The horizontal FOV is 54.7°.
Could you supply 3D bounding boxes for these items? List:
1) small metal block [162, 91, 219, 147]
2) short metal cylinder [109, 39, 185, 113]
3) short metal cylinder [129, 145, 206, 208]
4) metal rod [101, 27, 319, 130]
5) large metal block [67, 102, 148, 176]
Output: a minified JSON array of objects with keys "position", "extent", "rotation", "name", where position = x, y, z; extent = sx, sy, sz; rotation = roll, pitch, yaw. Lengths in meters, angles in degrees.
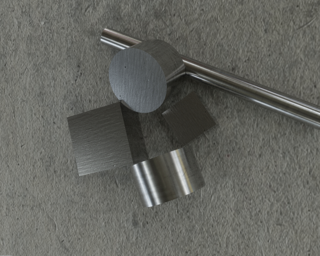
[{"position":[0.039,-0.011,0.395],"extent":[0.050,0.025,0.050],"rotation":[-35,79,16],"name":"small metal block"},{"position":[-0.016,-0.065,0.384],"extent":[0.080,0.050,0.079],"rotation":[15,122,25],"name":"short metal cylinder"},{"position":[0.009,0.058,0.377],"extent":[0.080,0.080,0.050],"rotation":[-22,83,18],"name":"short metal cylinder"},{"position":[0.054,-0.069,0.389],"extent":[0.301,0.025,0.025],"rotation":[25,98,18],"name":"metal rod"},{"position":[-0.070,0.015,0.420],"extent":[0.080,0.050,0.080],"rotation":[-15,85,19],"name":"large metal block"}]
